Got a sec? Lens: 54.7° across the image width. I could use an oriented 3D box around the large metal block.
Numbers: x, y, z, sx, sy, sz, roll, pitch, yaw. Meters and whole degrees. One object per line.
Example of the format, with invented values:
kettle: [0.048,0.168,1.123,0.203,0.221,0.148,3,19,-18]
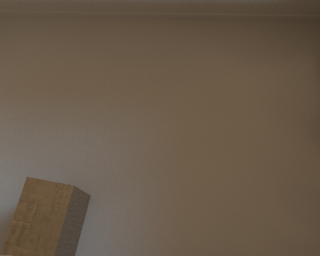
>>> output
large metal block: [-0.120,0.105,0.341,0.050,0.080,0.080,10,70,4]
